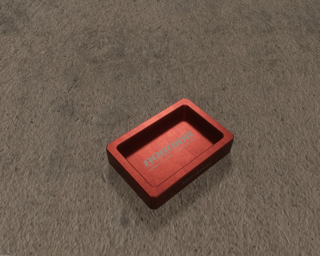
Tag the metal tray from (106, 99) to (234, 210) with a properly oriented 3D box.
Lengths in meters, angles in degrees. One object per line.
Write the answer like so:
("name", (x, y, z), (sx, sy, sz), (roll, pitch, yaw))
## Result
("metal tray", (0.013, 0.025, 0.378), (0.131, 0.030, 0.090), (-33, 58, -25))
